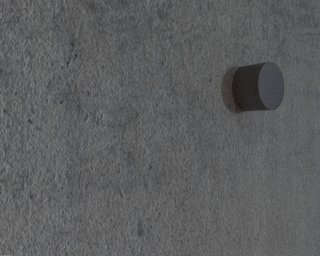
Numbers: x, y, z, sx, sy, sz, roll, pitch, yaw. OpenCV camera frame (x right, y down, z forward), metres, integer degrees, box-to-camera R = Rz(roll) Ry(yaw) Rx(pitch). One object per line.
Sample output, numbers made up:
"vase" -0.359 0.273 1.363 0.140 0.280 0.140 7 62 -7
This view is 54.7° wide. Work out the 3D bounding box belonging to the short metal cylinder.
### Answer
"short metal cylinder" 0.169 -0.069 0.529 0.081 0.050 0.080 0 90 -40
